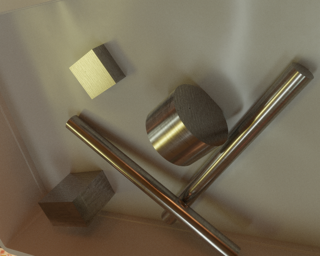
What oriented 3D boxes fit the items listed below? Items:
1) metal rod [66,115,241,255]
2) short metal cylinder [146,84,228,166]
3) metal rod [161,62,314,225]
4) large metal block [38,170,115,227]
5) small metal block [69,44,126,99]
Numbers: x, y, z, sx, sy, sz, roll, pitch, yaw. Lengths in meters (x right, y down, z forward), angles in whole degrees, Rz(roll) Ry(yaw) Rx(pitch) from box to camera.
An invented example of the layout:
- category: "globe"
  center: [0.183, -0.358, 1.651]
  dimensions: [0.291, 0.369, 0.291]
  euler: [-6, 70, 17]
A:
- category: "metal rod"
  center: [-0.017, 0.080, 0.441]
  dimensions: [0.300, 0.025, 0.025]
  euler: [37, 129, 12]
- category: "short metal cylinder"
  center: [0.031, -0.003, 0.354]
  dimensions: [0.080, 0.080, 0.050]
  euler: [46, 129, -5]
- category: "metal rod"
  center: [0.076, 0.042, 0.393]
  dimensions: [0.025, 0.025, 0.298]
  euler: [36, 129, 4]
- category: "large metal block"
  center: [-0.137, 0.116, 0.515]
  dimensions: [0.080, 0.080, 0.050]
  euler: [-10, 114, 32]
- category: "small metal block"
  center: [-0.082, -0.073, 0.405]
  dimensions: [0.050, 0.025, 0.050]
  euler: [-25, 105, 36]
